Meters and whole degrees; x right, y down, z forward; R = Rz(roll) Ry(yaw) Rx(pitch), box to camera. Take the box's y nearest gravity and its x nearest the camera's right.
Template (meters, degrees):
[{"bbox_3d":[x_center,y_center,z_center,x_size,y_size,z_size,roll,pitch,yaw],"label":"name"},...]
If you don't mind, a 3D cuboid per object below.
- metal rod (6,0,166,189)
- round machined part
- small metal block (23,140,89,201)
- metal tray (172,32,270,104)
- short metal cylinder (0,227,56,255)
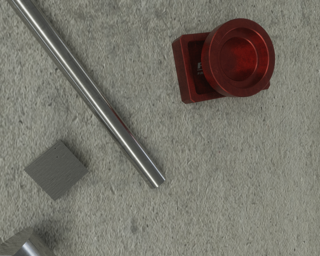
[{"bbox_3d":[-0.088,-0.047,0.376,0.025,0.025,0.299,-39,103,-16],"label":"metal rod"},{"bbox_3d":[0.097,-0.089,0.406,0.099,0.042,0.097,-2,94,-21],"label":"round machined part"},{"bbox_3d":[-0.121,0.048,0.365,0.050,0.025,0.050,-42,104,-15],"label":"small metal block"},{"bbox_3d":[0.088,-0.089,0.438,0.131,0.030,0.089,-12,94,-20],"label":"metal tray"},{"bbox_3d":[-0.152,0.152,0.324,0.080,0.080,0.050,-37,102,-16],"label":"short metal cylinder"}]
